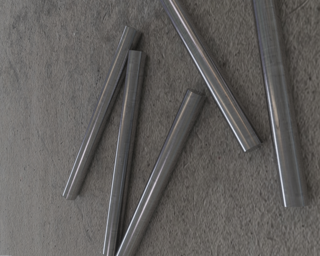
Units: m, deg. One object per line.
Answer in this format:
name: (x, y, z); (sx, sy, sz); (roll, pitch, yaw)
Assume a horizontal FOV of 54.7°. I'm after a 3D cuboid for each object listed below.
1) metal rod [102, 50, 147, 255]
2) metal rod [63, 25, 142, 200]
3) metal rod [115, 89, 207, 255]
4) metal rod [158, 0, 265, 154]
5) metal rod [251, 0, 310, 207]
metal rod: (-0.052, 0.041, 0.448); (0.025, 0.025, 0.298); (14, 99, 39)
metal rod: (-0.096, -0.012, 0.484); (0.025, 0.025, 0.298); (38, 113, 33)
metal rod: (-0.011, 0.089, 0.413); (0.025, 0.025, 0.298); (35, 112, 34)
metal rod: (0.039, -0.107, 0.372); (0.025, 0.025, 0.299); (-38, 67, 33)
metal rod: (0.113, -0.074, 0.311); (0.025, 0.025, 0.298); (-11, 83, 39)
